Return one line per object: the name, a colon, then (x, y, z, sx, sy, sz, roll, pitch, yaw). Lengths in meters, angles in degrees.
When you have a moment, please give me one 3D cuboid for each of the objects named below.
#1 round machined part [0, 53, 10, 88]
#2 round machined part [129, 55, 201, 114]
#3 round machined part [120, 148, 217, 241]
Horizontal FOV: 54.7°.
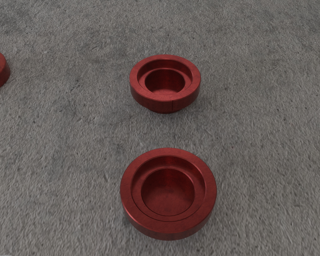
round machined part: (-0.285, -0.092, 0.467, 0.099, 0.042, 0.098, 0, 50, 0)
round machined part: (0.007, -0.058, 0.441, 0.099, 0.042, 0.098, 0, 50, 0)
round machined part: (0.009, 0.072, 0.331, 0.099, 0.042, 0.098, 0, 50, 0)
